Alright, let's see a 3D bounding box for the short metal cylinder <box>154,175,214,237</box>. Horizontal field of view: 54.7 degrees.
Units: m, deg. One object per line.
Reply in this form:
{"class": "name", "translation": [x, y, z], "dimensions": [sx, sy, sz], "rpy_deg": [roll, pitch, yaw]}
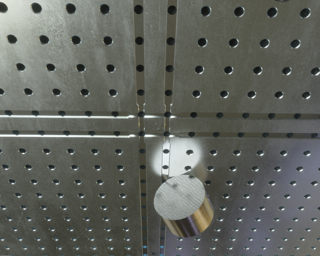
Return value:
{"class": "short metal cylinder", "translation": [0.037, 0.119, 0.478], "dimensions": [0.080, 0.080, 0.050], "rpy_deg": [-16, 128, 13]}

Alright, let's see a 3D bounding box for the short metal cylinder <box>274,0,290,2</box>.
{"class": "short metal cylinder", "translation": [0.093, -0.150, 0.249], "dimensions": [0.050, 0.080, 0.079], "rpy_deg": [13, 129, -11]}
